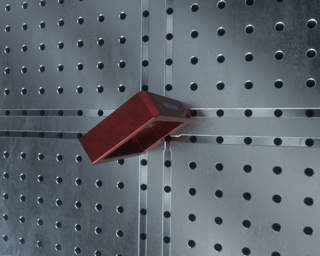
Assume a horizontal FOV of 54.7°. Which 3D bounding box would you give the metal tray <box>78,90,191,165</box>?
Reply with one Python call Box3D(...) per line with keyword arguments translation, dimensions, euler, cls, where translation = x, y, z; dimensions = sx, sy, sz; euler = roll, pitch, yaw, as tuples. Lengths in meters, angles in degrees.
Box3D(translation=(-0.022, 0.001, 0.364), dimensions=(0.090, 0.130, 0.030), euler=(-36, 78, 16), cls="metal tray")
